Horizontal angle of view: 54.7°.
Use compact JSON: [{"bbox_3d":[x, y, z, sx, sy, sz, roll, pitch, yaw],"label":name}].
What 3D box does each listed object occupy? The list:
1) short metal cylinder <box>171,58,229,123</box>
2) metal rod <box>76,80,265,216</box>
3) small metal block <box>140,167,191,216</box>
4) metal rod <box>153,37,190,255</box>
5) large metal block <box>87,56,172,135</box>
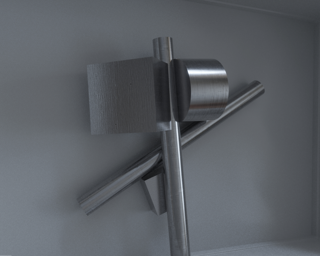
[{"bbox_3d":[0.044,-0.048,0.396,0.050,0.080,0.079,-5,92,-22],"label":"short metal cylinder"},{"bbox_3d":[0.027,0.018,0.419,0.302,0.025,0.025,-33,101,-17],"label":"metal rod"},{"bbox_3d":[0.007,0.081,0.413,0.050,0.025,0.050,-23,98,-19],"label":"small metal block"},{"bbox_3d":[0.016,0.038,0.388,0.025,0.025,0.298,-5,91,-20],"label":"metal rod"},{"bbox_3d":[-0.035,-0.035,0.363,0.080,0.050,0.079,-3,91,20],"label":"large metal block"}]
